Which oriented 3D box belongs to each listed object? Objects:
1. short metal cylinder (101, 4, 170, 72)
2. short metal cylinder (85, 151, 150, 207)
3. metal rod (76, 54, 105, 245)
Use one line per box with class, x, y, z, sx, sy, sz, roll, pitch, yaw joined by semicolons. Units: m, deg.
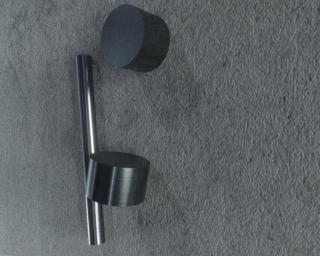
short metal cylinder;-0.034;-0.118;0.417;0.080;0.050;0.080;0;90;40
short metal cylinder;-0.057;0.066;0.416;0.080;0.081;0.050;15;100;39
metal rod;-0.112;0.032;0.497;0.025;0.025;0.298;-9;85;39
